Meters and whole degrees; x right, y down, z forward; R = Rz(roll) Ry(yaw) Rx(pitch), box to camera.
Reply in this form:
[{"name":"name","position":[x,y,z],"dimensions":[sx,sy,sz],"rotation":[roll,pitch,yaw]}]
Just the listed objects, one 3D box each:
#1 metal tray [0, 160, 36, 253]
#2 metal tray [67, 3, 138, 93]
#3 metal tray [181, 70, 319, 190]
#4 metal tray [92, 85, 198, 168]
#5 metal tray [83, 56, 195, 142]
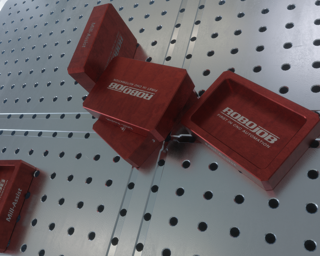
[{"name":"metal tray","position":[-0.252,0.113,0.469],"dimensions":[0.090,0.030,0.130],"rotation":[-3,60,26]},{"name":"metal tray","position":[-0.083,-0.113,0.480],"dimensions":[0.030,0.090,0.130],"rotation":[-1,61,28]},{"name":"metal tray","position":[0.098,-0.003,0.355],"dimensions":[0.090,0.030,0.130],"rotation":[-47,51,-5]},{"name":"metal tray","position":[-0.021,-0.021,0.430],"dimensions":[0.130,0.030,0.090],"rotation":[-48,51,-6]},{"name":"metal tray","position":[-0.031,-0.043,0.410],"dimensions":[0.130,0.030,0.090],"rotation":[19,72,35]}]
